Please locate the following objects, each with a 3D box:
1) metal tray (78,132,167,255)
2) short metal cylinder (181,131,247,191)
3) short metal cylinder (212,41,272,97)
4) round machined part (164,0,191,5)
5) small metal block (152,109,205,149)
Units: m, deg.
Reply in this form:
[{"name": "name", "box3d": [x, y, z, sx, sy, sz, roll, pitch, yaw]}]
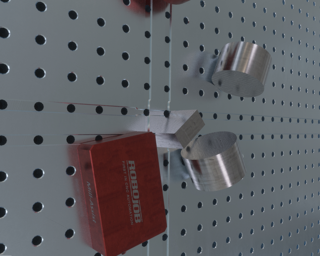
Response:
[{"name": "metal tray", "box3d": [-0.042, 0.075, 0.372, 0.091, 0.030, 0.129, -12, 98, -39]}, {"name": "short metal cylinder", "box3d": [0.076, 0.045, 0.438, 0.081, 0.080, 0.050, -34, 111, -35]}, {"name": "short metal cylinder", "box3d": [0.126, -0.089, 0.480, 0.080, 0.080, 0.050, 32, 70, -36]}, {"name": "round machined part", "box3d": [0.012, -0.213, 0.408, 0.099, 0.042, 0.097, 0, 90, -40]}, {"name": "small metal block", "box3d": [0.023, 0.001, 0.412, 0.050, 0.050, 0.025, -45, 118, -30]}]
